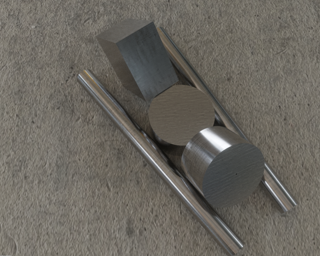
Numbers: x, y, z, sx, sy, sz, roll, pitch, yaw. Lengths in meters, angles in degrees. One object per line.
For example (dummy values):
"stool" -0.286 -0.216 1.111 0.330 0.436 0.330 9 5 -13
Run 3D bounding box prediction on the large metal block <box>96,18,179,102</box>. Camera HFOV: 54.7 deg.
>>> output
"large metal block" -0.030 -0.090 0.396 0.050 0.080 0.080 -35 32 -12

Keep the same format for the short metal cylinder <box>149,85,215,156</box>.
"short metal cylinder" 0.026 -0.008 0.399 0.081 0.050 0.080 0 70 0

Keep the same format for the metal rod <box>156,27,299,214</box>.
"metal rod" 0.076 -0.022 0.417 0.025 0.025 0.299 -31 73 -11

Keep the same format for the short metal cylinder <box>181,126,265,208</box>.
"short metal cylinder" 0.072 0.044 0.358 0.080 0.080 0.050 -30 31 -10

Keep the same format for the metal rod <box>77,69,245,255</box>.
"metal rod" -0.009 0.034 0.396 0.025 0.025 0.300 -39 75 -13
